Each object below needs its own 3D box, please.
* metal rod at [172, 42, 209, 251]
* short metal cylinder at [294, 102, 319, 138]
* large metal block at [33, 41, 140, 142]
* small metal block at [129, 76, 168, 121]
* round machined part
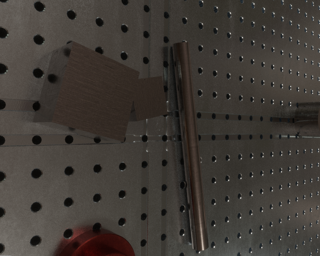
[{"bbox_3d":[0.045,0.029,0.448,0.025,0.025,0.298,-10,97,-40],"label":"metal rod"},{"bbox_3d":[0.340,-0.018,0.683,0.081,0.050,0.079,0,90,-40],"label":"short metal cylinder"},{"bbox_3d":[-0.076,-0.034,0.330,0.080,0.050,0.080,19,78,-39],"label":"large metal block"},{"bbox_3d":[-0.021,-0.037,0.394,0.050,0.025,0.050,-15,100,-39],"label":"small metal block"},{"bbox_3d":[-0.066,0.168,0.345,0.099,0.042,0.097,0,90,-40],"label":"round machined part"}]
